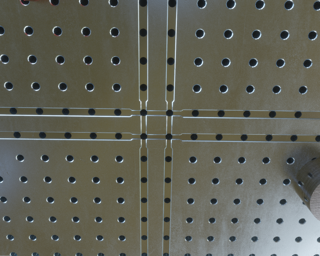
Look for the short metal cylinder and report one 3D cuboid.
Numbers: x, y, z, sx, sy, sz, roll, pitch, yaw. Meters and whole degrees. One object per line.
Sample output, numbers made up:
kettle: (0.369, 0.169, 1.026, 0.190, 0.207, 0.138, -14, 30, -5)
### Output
short metal cylinder: (0.240, 0.087, 0.434, 0.081, 0.050, 0.079, 0, 110, 0)
